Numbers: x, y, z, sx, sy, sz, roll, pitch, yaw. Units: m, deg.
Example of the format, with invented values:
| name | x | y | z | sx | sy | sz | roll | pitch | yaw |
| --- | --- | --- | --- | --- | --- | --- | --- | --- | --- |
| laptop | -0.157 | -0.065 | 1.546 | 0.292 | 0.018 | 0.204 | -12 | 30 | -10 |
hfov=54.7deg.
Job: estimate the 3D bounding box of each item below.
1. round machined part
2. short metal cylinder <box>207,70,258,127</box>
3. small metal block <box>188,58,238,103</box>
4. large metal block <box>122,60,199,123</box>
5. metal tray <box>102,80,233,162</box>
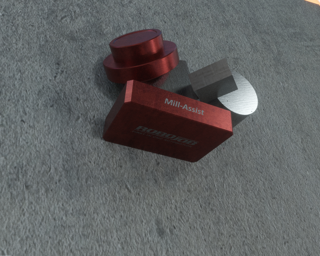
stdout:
| name | x | y | z | sx | sy | sz | roll | pitch | yaw |
| --- | --- | --- | --- | --- | --- | --- | --- | --- | --- |
| round machined part | -0.027 | -0.098 | 0.402 | 0.099 | 0.098 | 0.042 | -42 | 131 | -39 |
| short metal cylinder | 0.099 | -0.042 | 0.469 | 0.081 | 0.050 | 0.080 | 14 | 56 | -21 |
| small metal block | 0.070 | -0.060 | 0.405 | 0.050 | 0.050 | 0.025 | 33 | 37 | -64 |
| large metal block | 0.000 | -0.047 | 0.419 | 0.081 | 0.050 | 0.080 | -2 | 63 | -29 |
| metal tray | 0.008 | -0.002 | 0.368 | 0.131 | 0.090 | 0.030 | 16 | 56 | -20 |
